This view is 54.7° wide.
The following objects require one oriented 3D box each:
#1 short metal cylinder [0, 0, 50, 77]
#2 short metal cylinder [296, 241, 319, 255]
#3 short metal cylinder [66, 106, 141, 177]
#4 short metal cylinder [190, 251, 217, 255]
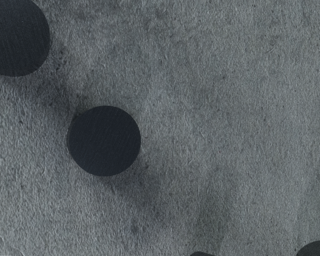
[{"bbox_3d":[-0.163,-0.099,0.336,0.081,0.050,0.080,0,90,-20],"label":"short metal cylinder"},{"bbox_3d":[0.258,0.219,0.475,0.080,0.080,0.050,-30,100,-18],"label":"short metal cylinder"},{"bbox_3d":[-0.068,0.014,0.370,0.081,0.050,0.080,0,90,-20],"label":"short metal cylinder"},{"bbox_3d":[0.066,0.209,0.404,0.050,0.080,0.080,22,83,-19],"label":"short metal cylinder"}]
